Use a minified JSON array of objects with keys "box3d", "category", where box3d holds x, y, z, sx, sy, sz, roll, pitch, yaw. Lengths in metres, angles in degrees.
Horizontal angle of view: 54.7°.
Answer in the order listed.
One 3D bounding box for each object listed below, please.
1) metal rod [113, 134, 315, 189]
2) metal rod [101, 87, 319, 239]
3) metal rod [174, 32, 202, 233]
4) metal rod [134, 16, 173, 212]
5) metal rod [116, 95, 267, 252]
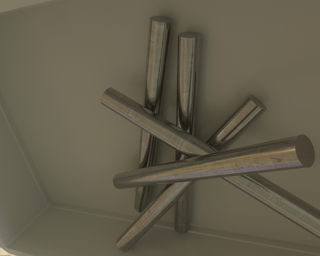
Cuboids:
[{"box3d":[0.024,0.049,0.350,0.025,0.025,0.299,54,144,-11],"category":"metal rod"},{"box3d":[0.056,0.034,0.348,0.300,0.025,0.025,31,129,17],"category":"metal rod"},{"box3d":[0.033,0.028,0.407,0.025,0.025,0.298,13,124,21],"category":"metal rod"},{"box3d":[-0.014,0.005,0.417,0.025,0.025,0.298,19,126,17],"category":"metal rod"},{"box3d":[0.025,0.076,0.406,0.025,0.025,0.298,39,118,1],"category":"metal rod"}]
